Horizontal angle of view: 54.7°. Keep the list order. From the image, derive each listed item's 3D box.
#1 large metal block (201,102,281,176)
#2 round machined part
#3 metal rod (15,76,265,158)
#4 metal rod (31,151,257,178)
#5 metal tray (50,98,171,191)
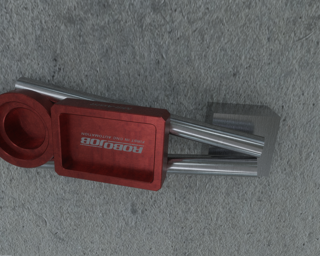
[{"bbox_3d":[0.101,0.013,0.402,0.081,0.050,0.079,4,110,-2],"label":"large metal block"},{"bbox_3d":[-0.166,-0.002,0.393,0.098,0.042,0.097,3,110,9],"label":"round machined part"},{"bbox_3d":[-0.030,-0.015,0.370,0.301,0.025,0.025,15,110,8],"label":"metal rod"},{"bbox_3d":[-0.035,0.044,0.392,0.301,0.025,0.025,1,111,13],"label":"metal rod"},{"bbox_3d":[-0.057,0.018,0.359,0.131,0.030,0.089,7,110,10],"label":"metal tray"}]
